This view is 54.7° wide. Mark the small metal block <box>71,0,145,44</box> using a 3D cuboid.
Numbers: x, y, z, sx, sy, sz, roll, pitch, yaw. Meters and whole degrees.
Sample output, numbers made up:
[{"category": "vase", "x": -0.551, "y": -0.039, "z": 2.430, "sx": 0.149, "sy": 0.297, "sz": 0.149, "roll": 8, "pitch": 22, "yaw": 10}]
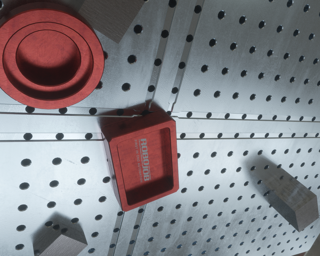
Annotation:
[{"category": "small metal block", "x": -0.052, "y": -0.121, "z": 0.309, "sx": 0.050, "sy": 0.025, "sz": 0.050, "roll": 26, "pitch": 104, "yaw": -38}]

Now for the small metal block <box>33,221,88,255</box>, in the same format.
[{"category": "small metal block", "x": -0.141, "y": 0.166, "z": 0.438, "sx": 0.050, "sy": 0.025, "sz": 0.050, "roll": -44, "pitch": 130, "yaw": 2}]

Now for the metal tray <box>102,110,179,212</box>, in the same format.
[{"category": "metal tray", "x": -0.022, "y": 0.047, "z": 0.426, "sx": 0.091, "sy": 0.030, "sz": 0.129, "roll": -18, "pitch": 126, "yaw": -19}]

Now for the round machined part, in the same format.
[{"category": "round machined part", "x": -0.106, "y": -0.070, "z": 0.295, "sx": 0.099, "sy": 0.042, "sz": 0.097, "roll": -13, "pitch": 130, "yaw": -15}]

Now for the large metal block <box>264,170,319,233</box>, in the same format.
[{"category": "large metal block", "x": 0.259, "y": 0.143, "z": 0.610, "sx": 0.050, "sy": 0.080, "sz": 0.080, "roll": -34, "pitch": 129, "yaw": -6}]
